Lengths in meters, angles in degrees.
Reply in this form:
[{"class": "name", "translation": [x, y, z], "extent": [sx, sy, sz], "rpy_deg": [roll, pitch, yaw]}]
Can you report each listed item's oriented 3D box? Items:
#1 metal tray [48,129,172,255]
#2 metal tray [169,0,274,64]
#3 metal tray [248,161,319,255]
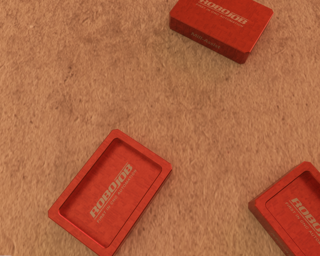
[{"class": "metal tray", "translation": [-0.057, 0.077, 0.376], "extent": [0.090, 0.030, 0.130], "rpy_deg": [33, 73, 11]}, {"class": "metal tray", "translation": [0.091, -0.164, 0.467], "extent": [0.130, 0.030, 0.090], "rpy_deg": [30, 72, 10]}, {"class": "metal tray", "translation": [0.182, 0.116, 0.365], "extent": [0.090, 0.030, 0.130], "rpy_deg": [-34, 74, -12]}]
